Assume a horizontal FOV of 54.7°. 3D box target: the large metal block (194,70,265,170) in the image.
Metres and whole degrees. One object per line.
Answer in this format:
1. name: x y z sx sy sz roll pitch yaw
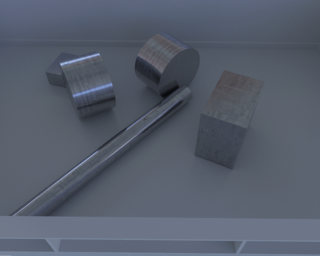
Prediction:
1. large metal block: 0.084 -0.010 0.379 0.050 0.080 0.080 20 53 16

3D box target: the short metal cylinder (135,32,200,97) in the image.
1. short metal cylinder: 0.011 -0.089 0.444 0.080 0.080 0.050 -35 59 -26

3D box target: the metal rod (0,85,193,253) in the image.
1. metal rod: -0.066 0.033 0.376 0.025 0.025 0.302 36 58 26

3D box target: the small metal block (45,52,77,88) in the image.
1. small metal block: -0.138 -0.088 0.477 0.050 0.025 0.050 14 51 11

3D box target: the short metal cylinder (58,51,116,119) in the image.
1. short metal cylinder: -0.098 -0.058 0.416 0.050 0.080 0.080 -21 53 -17
